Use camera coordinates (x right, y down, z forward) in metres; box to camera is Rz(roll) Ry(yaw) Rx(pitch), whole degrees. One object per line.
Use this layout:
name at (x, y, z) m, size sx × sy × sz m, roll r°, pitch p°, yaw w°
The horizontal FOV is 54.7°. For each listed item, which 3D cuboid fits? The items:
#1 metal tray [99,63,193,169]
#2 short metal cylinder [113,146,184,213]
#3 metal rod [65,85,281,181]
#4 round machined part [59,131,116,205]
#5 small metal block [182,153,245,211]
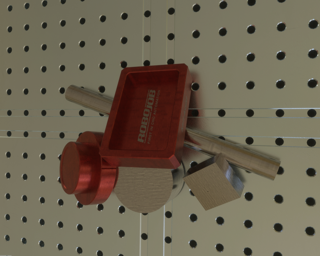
metal tray at (-0.014, -0.017, 0.379) m, size 0.090 × 0.030 × 0.130 m, roll 0°, pitch 61°, yaw 19°
short metal cylinder at (-0.014, 0.064, 0.400) m, size 0.080 × 0.050 × 0.079 m, roll 0°, pitch 90°, yaw 20°
metal rod at (0.003, -0.001, 0.407) m, size 0.301 × 0.025 × 0.025 m, roll 21°, pitch 97°, yaw 18°
round machined part at (-0.100, 0.052, 0.410) m, size 0.098 × 0.042 × 0.097 m, roll -9°, pitch 78°, yaw 52°
small metal block at (0.064, 0.065, 0.374) m, size 0.050 × 0.025 × 0.050 m, roll -33°, pitch 95°, yaw 33°
